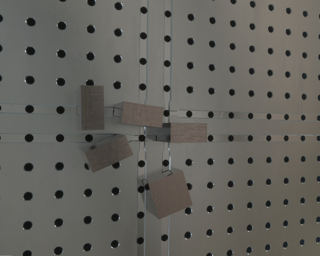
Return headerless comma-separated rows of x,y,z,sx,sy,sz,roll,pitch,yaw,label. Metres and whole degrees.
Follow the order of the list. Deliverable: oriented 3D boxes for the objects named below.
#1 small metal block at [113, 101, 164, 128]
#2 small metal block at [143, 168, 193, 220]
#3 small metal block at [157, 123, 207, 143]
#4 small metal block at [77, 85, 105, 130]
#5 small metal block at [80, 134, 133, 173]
-0.028,-0.016,0.390,0.050,0.050,0.025,7,88,-20,small metal block
0.010,0.087,0.418,0.050,0.025,0.050,-18,96,-20,small metal block
0.028,0.006,0.411,0.050,0.050,0.025,1,90,-20,small metal block
-0.084,-0.023,0.369,0.025,0.050,0.050,-1,91,-20,small metal block
-0.066,0.029,0.376,0.050,0.050,0.025,-23,98,-19,small metal block
